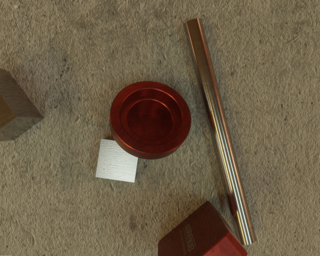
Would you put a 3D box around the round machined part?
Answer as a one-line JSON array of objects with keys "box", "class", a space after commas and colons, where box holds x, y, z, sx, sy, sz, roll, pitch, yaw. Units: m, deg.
[{"box": [-0.014, -0.007, 0.389, 0.099, 0.042, 0.098, 5, 65, -10], "class": "round machined part"}]

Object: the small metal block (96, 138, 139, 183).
[{"box": [-0.054, 0.042, 0.410, 0.050, 0.025, 0.050, 8, 90, 0], "class": "small metal block"}]

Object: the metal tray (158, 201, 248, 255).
[{"box": [0.041, 0.139, 0.358, 0.090, 0.130, 0.030, -40, 90, 0], "class": "metal tray"}]

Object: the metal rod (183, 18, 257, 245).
[{"box": [0.079, 0.005, 0.410, 0.025, 0.025, 0.298, -14, 90, 0], "class": "metal rod"}]

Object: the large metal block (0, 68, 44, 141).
[{"box": [-0.202, -0.030, 0.381, 0.050, 0.080, 0.080, -37, 90, 0], "class": "large metal block"}]
